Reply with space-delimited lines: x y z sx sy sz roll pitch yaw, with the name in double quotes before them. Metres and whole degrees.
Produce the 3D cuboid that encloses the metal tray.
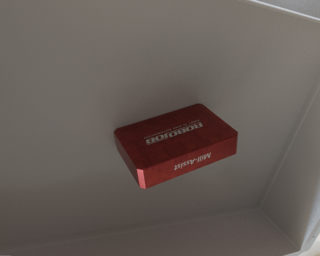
"metal tray" 0.019 0.017 0.388 0.131 0.090 0.030 -18 126 -18
